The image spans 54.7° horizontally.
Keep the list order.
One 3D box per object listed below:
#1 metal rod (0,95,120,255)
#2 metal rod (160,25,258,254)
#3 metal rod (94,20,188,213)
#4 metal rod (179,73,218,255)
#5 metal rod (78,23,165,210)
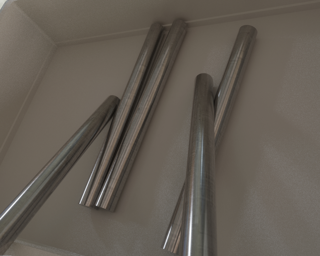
[{"bbox_3d":[-0.111,0.041,0.348,0.025,0.025,0.301,-9,28,24],"label":"metal rod"},{"bbox_3d":[0.066,-0.002,0.371,0.025,0.025,0.300,9,66,32],"label":"metal rod"},{"bbox_3d":[-0.019,-0.031,0.434,0.025,0.025,0.300,8,65,31],"label":"metal rod"},{"bbox_3d":[0.039,0.021,0.292,0.025,0.025,0.301,-16,30,19],"label":"metal rod"},{"bbox_3d":[-0.048,-0.031,0.449,0.025,0.025,0.300,5,64,30],"label":"metal rod"}]
